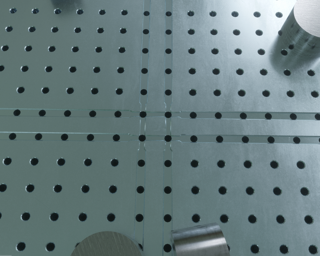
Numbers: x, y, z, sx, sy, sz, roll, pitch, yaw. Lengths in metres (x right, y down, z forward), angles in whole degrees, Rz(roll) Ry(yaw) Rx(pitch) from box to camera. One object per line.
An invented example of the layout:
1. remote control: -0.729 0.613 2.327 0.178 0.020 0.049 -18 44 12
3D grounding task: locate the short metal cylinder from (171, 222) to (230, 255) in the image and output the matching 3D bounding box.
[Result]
1. short metal cylinder: 0.044 0.146 0.330 0.050 0.080 0.080 -9 71 -4

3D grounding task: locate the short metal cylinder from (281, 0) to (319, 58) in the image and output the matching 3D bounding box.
1. short metal cylinder: 0.227 -0.151 0.456 0.081 0.050 0.080 0 70 0

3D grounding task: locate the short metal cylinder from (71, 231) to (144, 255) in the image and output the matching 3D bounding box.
1. short metal cylinder: -0.056 0.156 0.341 0.081 0.050 0.080 0 70 0
